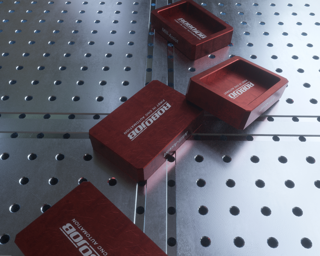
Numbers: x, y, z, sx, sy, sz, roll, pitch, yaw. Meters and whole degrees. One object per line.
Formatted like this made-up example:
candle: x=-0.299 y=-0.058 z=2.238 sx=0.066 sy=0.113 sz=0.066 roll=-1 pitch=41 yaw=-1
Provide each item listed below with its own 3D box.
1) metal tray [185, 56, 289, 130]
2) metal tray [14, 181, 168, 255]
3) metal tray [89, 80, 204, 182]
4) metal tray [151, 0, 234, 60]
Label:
metal tray: x=0.109 y=-0.055 z=0.429 sx=0.090 sy=0.030 sz=0.131 roll=34 pitch=43 yaw=25
metal tray: x=-0.064 y=0.124 z=0.301 sx=0.130 sy=0.030 sz=0.090 roll=36 pitch=58 yaw=26
metal tray: x=-0.015 y=-0.002 z=0.406 sx=0.090 sy=0.030 sz=0.131 roll=33 pitch=57 yaw=24
metal tray: x=0.055 y=-0.181 z=0.556 sx=0.091 sy=0.030 sz=0.130 roll=-28 pitch=55 yaw=-21
